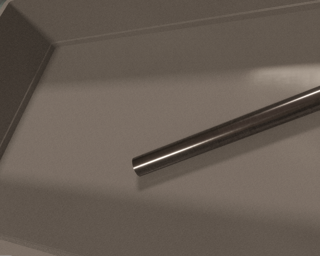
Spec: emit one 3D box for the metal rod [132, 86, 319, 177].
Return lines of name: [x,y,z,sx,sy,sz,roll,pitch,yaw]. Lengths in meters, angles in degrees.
metal rod: [0.106,-0.006,0.352,0.301,0.025,0.025,-22,54,14]
